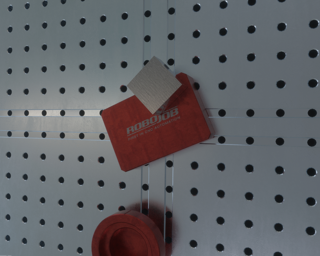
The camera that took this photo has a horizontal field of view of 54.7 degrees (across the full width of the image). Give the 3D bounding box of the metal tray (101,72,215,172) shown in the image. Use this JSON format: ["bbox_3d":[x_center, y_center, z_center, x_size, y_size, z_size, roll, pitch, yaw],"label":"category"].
[{"bbox_3d":[-0.005,-0.006,0.412,0.130,0.030,0.090,-24,82,18],"label":"metal tray"}]

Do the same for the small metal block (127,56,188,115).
[{"bbox_3d":[-0.003,-0.051,0.381,0.050,0.025,0.050,-45,76,14],"label":"small metal block"}]

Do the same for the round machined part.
[{"bbox_3d":[-0.039,0.159,0.417,0.098,0.042,0.097,0,90,20],"label":"round machined part"}]
